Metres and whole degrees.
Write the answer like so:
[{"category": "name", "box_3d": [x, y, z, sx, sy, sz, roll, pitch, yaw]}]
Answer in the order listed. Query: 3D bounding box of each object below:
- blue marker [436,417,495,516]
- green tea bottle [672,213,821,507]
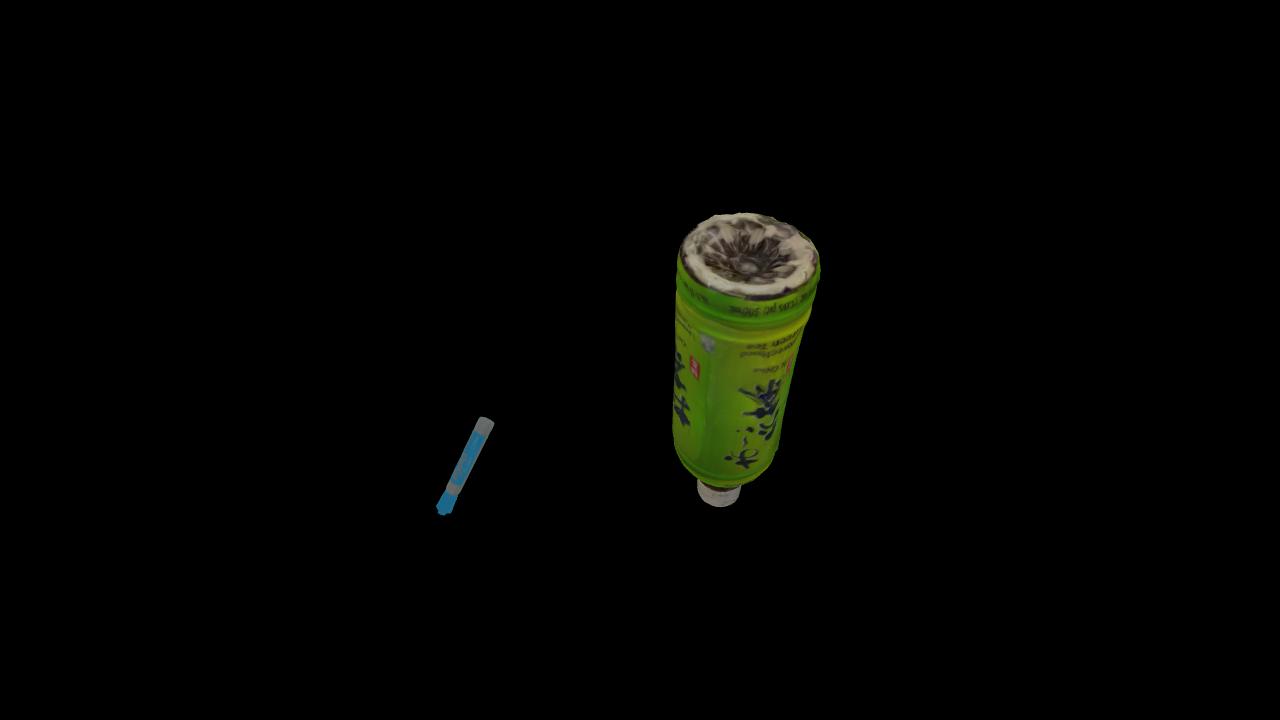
[{"category": "blue marker", "box_3d": [-0.198, 0.121, 0.694, 0.020, 0.121, 0.020, 27, 5, -2]}, {"category": "green tea bottle", "box_3d": [0.055, 0.020, 0.365, 0.073, 0.073, 0.212, 0, -43, 4]}]
